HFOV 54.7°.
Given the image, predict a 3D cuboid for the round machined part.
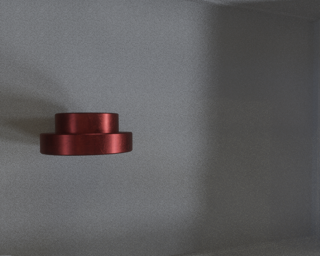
[{"bbox_3d":[-0.080,0.005,0.343,0.099,0.098,0.042,-1,91,-20],"label":"round machined part"}]
